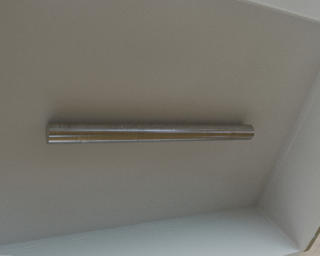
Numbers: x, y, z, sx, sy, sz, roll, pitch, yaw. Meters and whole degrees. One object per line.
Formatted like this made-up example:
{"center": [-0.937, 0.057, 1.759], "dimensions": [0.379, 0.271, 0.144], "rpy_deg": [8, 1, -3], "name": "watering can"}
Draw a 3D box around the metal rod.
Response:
{"center": [0.008, 0.006, 0.416], "dimensions": [0.303, 0.025, 0.025], "rpy_deg": [0, 118, -29], "name": "metal rod"}
